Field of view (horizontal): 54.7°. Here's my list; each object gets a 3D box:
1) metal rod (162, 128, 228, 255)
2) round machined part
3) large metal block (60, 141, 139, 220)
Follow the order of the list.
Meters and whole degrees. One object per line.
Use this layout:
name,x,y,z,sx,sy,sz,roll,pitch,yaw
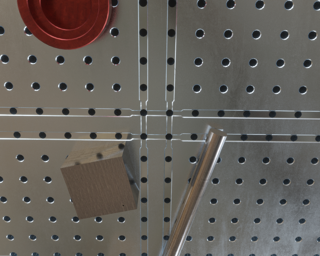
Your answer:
metal rod,0.036,0.140,0.465,0.025,0.025,0.298,16,109,-6
round machined part,-0.104,-0.141,0.351,0.099,0.042,0.097,0,110,0
large metal block,-0.078,0.071,0.425,0.080,0.050,0.079,-11,110,4
